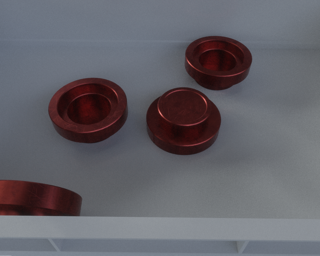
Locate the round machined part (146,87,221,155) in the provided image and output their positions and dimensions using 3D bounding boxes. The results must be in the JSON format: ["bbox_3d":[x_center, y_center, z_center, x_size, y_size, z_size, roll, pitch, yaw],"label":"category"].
[{"bbox_3d":[0.031,-0.016,0.407,0.099,0.042,0.098,0,50,0],"label":"round machined part"}]

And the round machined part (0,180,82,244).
[{"bbox_3d":[-0.126,0.083,0.290,0.099,0.098,0.042,2,64,1],"label":"round machined part"}]

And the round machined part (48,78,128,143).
[{"bbox_3d":[-0.091,-0.019,0.409,0.099,0.042,0.098,0,50,0],"label":"round machined part"}]

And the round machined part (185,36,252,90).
[{"bbox_3d":[0.087,-0.096,0.475,0.099,0.042,0.098,0,50,0],"label":"round machined part"}]
